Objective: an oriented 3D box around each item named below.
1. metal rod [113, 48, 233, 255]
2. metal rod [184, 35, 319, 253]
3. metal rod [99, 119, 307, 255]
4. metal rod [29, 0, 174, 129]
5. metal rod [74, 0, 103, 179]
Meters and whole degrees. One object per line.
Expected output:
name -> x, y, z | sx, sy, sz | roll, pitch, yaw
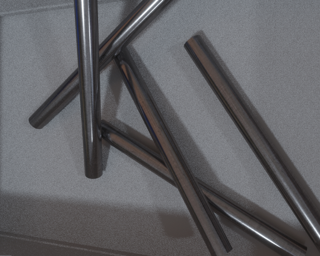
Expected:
metal rod -> 0.004, 0.013, 0.390 | 0.025, 0.025, 0.299 | -33, 73, 17
metal rod -> 0.117, 0.015, 0.368 | 0.025, 0.025, 0.299 | -34, 79, 17
metal rod -> 0.038, 0.072, 0.397 | 0.300, 0.025, 0.025 | 31, 100, 17
metal rod -> -0.083, -0.090, 0.415 | 0.299, 0.025, 0.025 | -37, 78, 25
metal rod -> -0.086, -0.065, 0.375 | 0.025, 0.025, 0.298 | 15, 120, 19
